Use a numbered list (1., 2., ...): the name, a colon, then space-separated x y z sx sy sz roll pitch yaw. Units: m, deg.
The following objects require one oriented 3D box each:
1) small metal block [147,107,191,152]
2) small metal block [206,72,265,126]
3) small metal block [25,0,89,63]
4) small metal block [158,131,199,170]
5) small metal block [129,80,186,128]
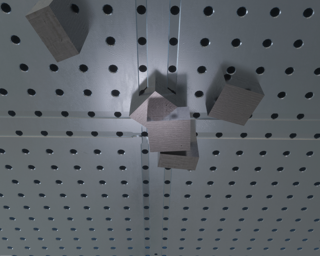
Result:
1. small metal block: 0.011 0.002 0.381 0.050 0.025 0.050 -3 130 2
2. small metal block: 0.091 -0.035 0.383 0.050 0.025 0.050 15 129 -12
3. small metal block: -0.099 -0.102 0.308 0.025 0.050 0.050 -17 128 14
4. small metal block: 0.023 0.028 0.419 0.050 0.050 0.025 6 130 -5
5. small metal block: -0.003 -0.024 0.391 0.050 0.025 0.050 33 123 -25
